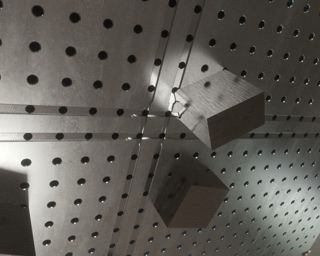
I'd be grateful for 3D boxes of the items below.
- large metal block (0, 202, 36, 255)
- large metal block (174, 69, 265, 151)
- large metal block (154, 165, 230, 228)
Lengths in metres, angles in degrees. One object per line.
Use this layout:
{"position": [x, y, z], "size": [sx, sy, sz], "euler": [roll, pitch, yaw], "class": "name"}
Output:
{"position": [-0.195, 0.128, 0.349], "size": [0.080, 0.080, 0.050], "euler": [25, 105, -37], "class": "large metal block"}
{"position": [0.077, -0.027, 0.403], "size": [0.081, 0.080, 0.050], "euler": [-25, 128, -13], "class": "large metal block"}
{"position": [0.050, 0.111, 0.493], "size": [0.081, 0.050, 0.080], "euler": [14, 111, -34], "class": "large metal block"}
